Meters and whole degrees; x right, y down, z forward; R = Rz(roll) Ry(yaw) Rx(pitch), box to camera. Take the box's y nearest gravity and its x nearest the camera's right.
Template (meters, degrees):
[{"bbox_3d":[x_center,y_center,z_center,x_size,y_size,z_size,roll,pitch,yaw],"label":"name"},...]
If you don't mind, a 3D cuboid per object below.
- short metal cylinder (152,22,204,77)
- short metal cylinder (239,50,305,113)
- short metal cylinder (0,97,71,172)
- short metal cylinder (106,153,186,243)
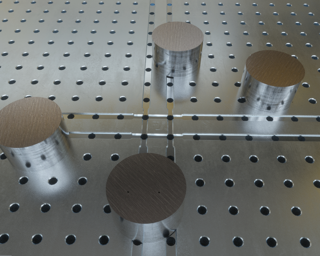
[{"bbox_3d":[0.027,-0.127,0.498,0.081,0.050,0.080,0,50,0],"label":"short metal cylinder"},{"bbox_3d":[0.160,-0.068,0.450,0.081,0.050,0.080,0,50,0],"label":"short metal cylinder"},{"bbox_3d":[-0.157,0.007,0.384,0.081,0.050,0.080,0,50,0],"label":"short metal cylinder"},{"bbox_3d":[-0.014,0.073,0.329,0.081,0.050,0.080,0,50,0],"label":"short metal cylinder"}]
